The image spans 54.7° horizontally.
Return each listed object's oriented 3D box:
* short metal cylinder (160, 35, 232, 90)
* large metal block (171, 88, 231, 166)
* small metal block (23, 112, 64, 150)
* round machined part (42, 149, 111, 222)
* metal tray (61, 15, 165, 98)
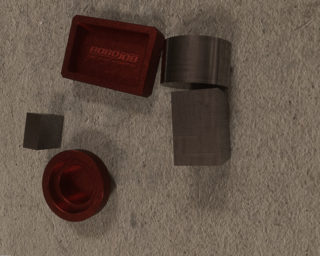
[{"bbox_3d":[0.042,-0.073,0.365,0.080,0.080,0.050,4,92,19],"label":"short metal cylinder"},{"bbox_3d":[0.051,0.000,0.361,0.050,0.080,0.079,-3,89,20],"label":"large metal block"},{"bbox_3d":[-0.170,0.004,0.454,0.025,0.050,0.050,8,93,19],"label":"small metal block"},{"bbox_3d":[-0.113,0.078,0.438,0.098,0.042,0.097,0,90,19],"label":"round machined part"},{"bbox_3d":[-0.067,-0.100,0.428,0.130,0.030,0.089,15,95,19],"label":"metal tray"}]
